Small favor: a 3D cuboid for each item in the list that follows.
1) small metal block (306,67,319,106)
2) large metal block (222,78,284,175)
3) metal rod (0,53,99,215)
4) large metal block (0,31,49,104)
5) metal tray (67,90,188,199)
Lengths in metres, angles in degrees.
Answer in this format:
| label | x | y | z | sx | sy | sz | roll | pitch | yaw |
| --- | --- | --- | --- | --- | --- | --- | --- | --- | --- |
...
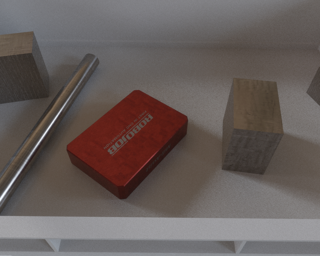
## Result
| label | x | y | z | sx | sy | sz | roll | pitch | yaw |
| --- | --- | --- | --- | --- | --- | --- | --- | --- | --- |
| small metal block | 0.243 | -0.055 | 0.439 | 0.025 | 0.050 | 0.050 | -17 | 52 | -14 |
| large metal block | 0.107 | -0.002 | 0.372 | 0.050 | 0.080 | 0.080 | 7 | 50 | 5 |
| metal rod | -0.150 | 0.002 | 0.401 | 0.025 | 0.025 | 0.300 | 13 | 51 | 10 |
| large metal block | -0.209 | -0.083 | 0.437 | 0.081 | 0.080 | 0.050 | -9 | 51 | -8 |
| metal tray | -0.037 | 0.014 | 0.389 | 0.090 | 0.030 | 0.131 | 31 | 56 | 23 |
